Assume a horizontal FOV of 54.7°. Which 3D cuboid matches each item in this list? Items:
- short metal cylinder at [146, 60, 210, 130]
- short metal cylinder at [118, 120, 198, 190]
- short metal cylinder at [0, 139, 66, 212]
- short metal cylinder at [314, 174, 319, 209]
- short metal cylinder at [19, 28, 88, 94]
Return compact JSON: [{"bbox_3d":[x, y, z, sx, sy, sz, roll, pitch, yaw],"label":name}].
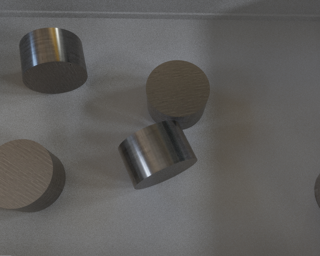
[{"bbox_3d":[0.023,-0.042,0.412,0.081,0.050,0.080,0,70,0],"label":"short metal cylinder"},{"bbox_3d":[-0.003,0.033,0.368,0.080,0.080,0.050,-23,72,-8],"label":"short metal cylinder"},{"bbox_3d":[-0.162,0.059,0.374,0.081,0.050,0.080,0,70,0],"label":"short metal cylinder"},{"bbox_3d":[0.237,0.077,0.370,0.080,0.050,0.080,0,70,0],"label":"short metal cylinder"},{"bbox_3d":[-0.141,-0.087,0.411,0.081,0.080,0.050,-13,71,-5],"label":"short metal cylinder"}]
